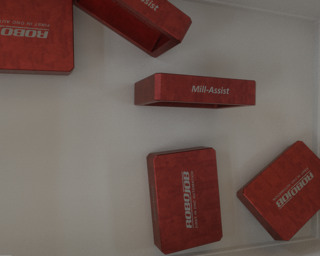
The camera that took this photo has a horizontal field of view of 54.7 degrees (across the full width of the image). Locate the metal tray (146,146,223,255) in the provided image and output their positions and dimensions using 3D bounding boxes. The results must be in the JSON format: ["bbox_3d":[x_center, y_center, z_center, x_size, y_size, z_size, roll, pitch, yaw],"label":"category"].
[{"bbox_3d":[0.034,0.095,0.422,0.091,0.030,0.129,-6,92,-20],"label":"metal tray"}]

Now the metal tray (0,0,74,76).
[{"bbox_3d":[-0.166,-0.108,0.347,0.131,0.030,0.089,-1,91,-21],"label":"metal tray"}]

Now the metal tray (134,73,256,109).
[{"bbox_3d":[0.042,-0.043,0.392,0.131,0.090,0.030,1,90,-20],"label":"metal tray"}]

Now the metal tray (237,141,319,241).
[{"bbox_3d":[0.193,0.091,0.462,0.131,0.030,0.090,-36,77,-17],"label":"metal tray"}]

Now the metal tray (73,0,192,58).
[{"bbox_3d":[-0.038,-0.138,0.362,0.131,0.090,0.030,30,80,-18],"label":"metal tray"}]
